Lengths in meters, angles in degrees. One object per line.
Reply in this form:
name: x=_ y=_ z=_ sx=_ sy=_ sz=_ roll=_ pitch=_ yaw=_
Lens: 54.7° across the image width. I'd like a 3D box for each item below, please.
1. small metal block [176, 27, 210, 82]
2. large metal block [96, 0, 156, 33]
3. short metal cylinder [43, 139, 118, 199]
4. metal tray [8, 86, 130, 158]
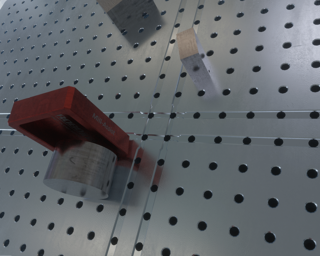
small metal block: x=0.046 y=-0.101 z=0.430 sx=0.025 sy=0.050 sz=0.050 roll=-18 pitch=55 yaw=18
large metal block: x=-0.067 y=-0.235 z=0.572 sx=0.080 sy=0.050 sz=0.080 roll=-37 pitch=51 yaw=3
short metal cylinder: x=-0.099 y=0.054 z=0.392 sx=0.080 sy=0.080 sz=0.050 roll=-4 pitch=60 yaw=26
metal tray: x=-0.109 y=0.004 z=0.396 sx=0.090 sy=0.130 sz=0.030 roll=-12 pitch=57 yaw=22
